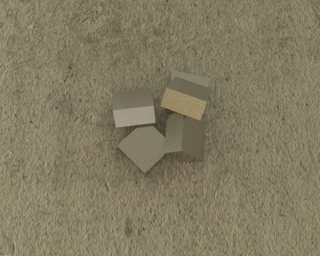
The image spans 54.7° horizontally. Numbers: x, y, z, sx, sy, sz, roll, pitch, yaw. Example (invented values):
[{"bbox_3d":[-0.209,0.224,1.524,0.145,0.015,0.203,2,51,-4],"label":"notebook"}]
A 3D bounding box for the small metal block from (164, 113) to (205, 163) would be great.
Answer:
[{"bbox_3d":[0.032,0.013,0.389,0.025,0.050,0.050,-11,64,37],"label":"small metal block"}]

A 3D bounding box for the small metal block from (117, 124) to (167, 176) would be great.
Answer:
[{"bbox_3d":[-0.018,0.026,0.400,0.050,0.025,0.050,-43,76,-14],"label":"small metal block"}]

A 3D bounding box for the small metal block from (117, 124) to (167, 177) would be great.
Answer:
[{"bbox_3d":[-0.018,0.026,0.400,0.050,0.025,0.050,-43,76,-14],"label":"small metal block"}]

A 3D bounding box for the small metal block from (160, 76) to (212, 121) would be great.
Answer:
[{"bbox_3d":[0.034,-0.038,0.383,0.050,0.025,0.050,20,28,7],"label":"small metal block"}]

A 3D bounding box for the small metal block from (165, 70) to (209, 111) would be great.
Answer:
[{"bbox_3d":[0.037,-0.047,0.427,0.050,0.025,0.050,13,70,4],"label":"small metal block"}]

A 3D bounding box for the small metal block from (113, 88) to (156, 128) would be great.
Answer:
[{"bbox_3d":[-0.034,-0.027,0.406,0.050,0.025,0.050,-7,33,-3],"label":"small metal block"}]
